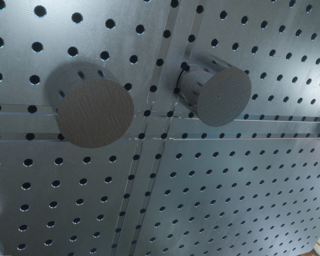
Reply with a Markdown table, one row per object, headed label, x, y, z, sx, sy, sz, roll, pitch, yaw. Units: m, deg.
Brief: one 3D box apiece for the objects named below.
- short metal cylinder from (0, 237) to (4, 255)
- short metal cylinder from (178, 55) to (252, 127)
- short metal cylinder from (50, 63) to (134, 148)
| label | x | y | z | sx | sy | sz | roll | pitch | yaw |
| --- | --- | --- | --- | --- | --- | --- | --- | --- | --- |
| short metal cylinder | -0.220 | 0.130 | 0.336 | 0.081 | 0.080 | 0.050 | -15 | 125 | -20 |
| short metal cylinder | 0.070 | -0.048 | 0.403 | 0.081 | 0.050 | 0.079 | -14 | 124 | -21 |
| short metal cylinder | -0.075 | -0.025 | 0.339 | 0.081 | 0.050 | 0.079 | -14 | 124 | -21 |
